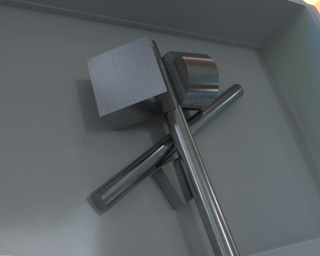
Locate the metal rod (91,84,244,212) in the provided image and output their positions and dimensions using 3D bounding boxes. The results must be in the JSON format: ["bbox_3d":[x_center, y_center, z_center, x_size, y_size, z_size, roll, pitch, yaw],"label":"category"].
[{"bbox_3d":[0.032,0.008,0.417,0.025,0.025,0.302,49,51,6],"label":"metal rod"}]

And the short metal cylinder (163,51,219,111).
[{"bbox_3d":[0.035,-0.063,0.427,0.050,0.080,0.080,-4,64,-32],"label":"short metal cylinder"}]

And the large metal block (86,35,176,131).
[{"bbox_3d":[-0.035,-0.053,0.378,0.080,0.050,0.080,-20,67,7],"label":"large metal block"}]

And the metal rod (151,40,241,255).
[{"bbox_3d":[0.029,0.014,0.379,0.025,0.025,0.299,-5,63,-31],"label":"metal rod"}]

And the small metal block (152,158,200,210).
[{"bbox_3d":[0.028,0.064,0.381,0.050,0.025,0.050,-24,75,-37],"label":"small metal block"}]
